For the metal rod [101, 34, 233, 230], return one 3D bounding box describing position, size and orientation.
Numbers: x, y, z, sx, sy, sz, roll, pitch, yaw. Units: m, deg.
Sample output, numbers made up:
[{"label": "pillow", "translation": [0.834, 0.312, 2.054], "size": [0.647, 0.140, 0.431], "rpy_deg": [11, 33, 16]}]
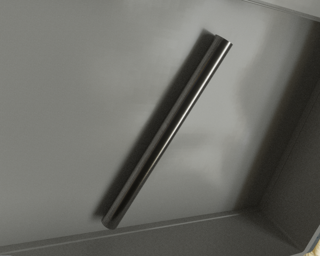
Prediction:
[{"label": "metal rod", "translation": [0.002, 0.015, 0.415], "size": [0.025, 0.025, 0.299], "rpy_deg": [22, 107, -36]}]
